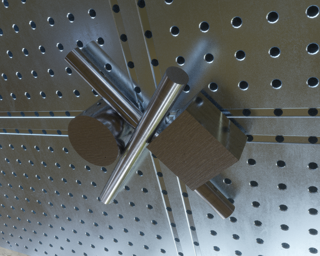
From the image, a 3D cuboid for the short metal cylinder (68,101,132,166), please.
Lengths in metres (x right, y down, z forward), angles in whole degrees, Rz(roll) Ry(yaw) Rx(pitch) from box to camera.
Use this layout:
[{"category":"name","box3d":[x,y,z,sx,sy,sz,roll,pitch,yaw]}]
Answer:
[{"category":"short metal cylinder","box3d":[-0.081,0.007,0.437,0.080,0.050,0.079,13,124,21]}]

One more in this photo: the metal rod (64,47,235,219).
[{"category":"metal rod","box3d":[-0.011,0.010,0.417,0.300,0.025,0.025,45,129,-4]}]

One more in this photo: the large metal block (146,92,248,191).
[{"category":"large metal block","box3d":[0.044,0.017,0.376,0.080,0.050,0.080,44,129,-2]}]

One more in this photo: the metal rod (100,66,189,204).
[{"category":"metal rod","box3d":[-0.036,0.033,0.419,0.025,0.025,0.298,36,137,4]}]
